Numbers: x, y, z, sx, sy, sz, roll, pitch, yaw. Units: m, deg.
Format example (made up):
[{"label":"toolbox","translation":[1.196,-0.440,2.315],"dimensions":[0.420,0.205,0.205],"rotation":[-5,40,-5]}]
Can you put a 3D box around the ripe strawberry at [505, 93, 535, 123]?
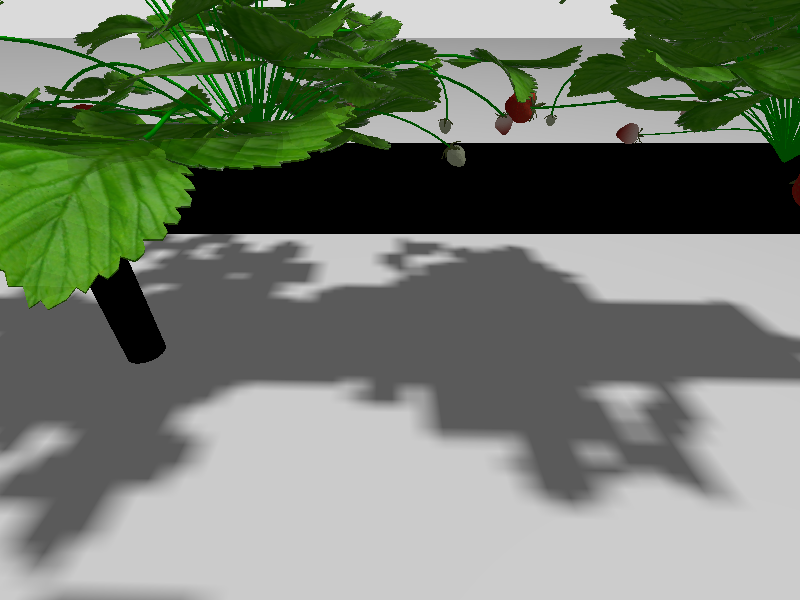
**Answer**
[{"label":"ripe strawberry","translation":[0.141,-0.228,0.470],"dimensions":[0.034,0.036,0.031],"rotation":[26,42,33]}]

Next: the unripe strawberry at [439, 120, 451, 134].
[{"label":"unripe strawberry","translation":[0.048,-0.185,0.428],"dimensions":[0.013,0.014,0.015],"rotation":[-20,39,-26]}]

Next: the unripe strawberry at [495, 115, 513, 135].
[{"label":"unripe strawberry","translation":[0.112,-0.187,0.429],"dimensions":[0.019,0.020,0.018],"rotation":[-31,41,-8]}]

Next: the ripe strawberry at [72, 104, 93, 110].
[{"label":"ripe strawberry","translation":[-0.274,-0.149,0.351],"dimensions":[0.041,0.041,0.046],"rotation":[4,35,7]}]

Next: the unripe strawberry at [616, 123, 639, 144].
[{"label":"unripe strawberry","translation":[0.221,-0.162,0.389],"dimensions":[0.019,0.019,0.021],"rotation":[17,38,24]}]

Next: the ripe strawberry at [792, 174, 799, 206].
[{"label":"ripe strawberry","translation":[0.253,-0.066,0.234],"dimensions":[0.033,0.038,0.036],"rotation":[20,40,26]}]

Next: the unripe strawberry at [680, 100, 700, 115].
[{"label":"unripe strawberry","translation":[0.350,-0.227,0.483],"dimensions":[0.022,0.024,0.024],"rotation":[4,21,5]}]

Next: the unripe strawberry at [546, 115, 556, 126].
[{"label":"unripe strawberry","translation":[0.162,-0.193,0.432],"dimensions":[0.010,0.011,0.011],"rotation":[21,40,28]}]

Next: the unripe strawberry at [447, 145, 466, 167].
[{"label":"unripe strawberry","translation":[0.047,-0.118,0.329],"dimensions":[0.016,0.018,0.018],"rotation":[-35,25,25]}]

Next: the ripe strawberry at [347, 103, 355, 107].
[{"label":"ripe strawberry","translation":[-0.068,-0.252,0.506],"dimensions":[0.038,0.034,0.035],"rotation":[8,35,11]}]
